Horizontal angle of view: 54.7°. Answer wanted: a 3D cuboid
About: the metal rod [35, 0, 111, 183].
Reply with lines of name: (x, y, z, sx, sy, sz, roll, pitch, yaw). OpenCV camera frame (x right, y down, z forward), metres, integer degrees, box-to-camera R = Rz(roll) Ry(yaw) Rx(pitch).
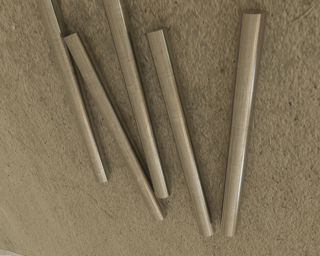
metal rod: (-0.119, -0.049, 0.439, 0.025, 0.025, 0.298, 3, 120, 26)

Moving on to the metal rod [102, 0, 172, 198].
metal rod: (-0.026, -0.034, 0.399, 0.025, 0.025, 0.298, 1, 119, 28)

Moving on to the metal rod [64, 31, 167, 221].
metal rod: (-0.055, 0.011, 0.442, 0.025, 0.025, 0.299, -10, 114, 32)

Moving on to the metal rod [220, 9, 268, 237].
metal rod: (0.093, 0.018, 0.368, 0.025, 0.025, 0.298, 12, 124, 22)

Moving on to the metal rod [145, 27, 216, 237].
metal rod: (0.034, 0.022, 0.402, 0.025, 0.025, 0.298, -2, 118, 29)
